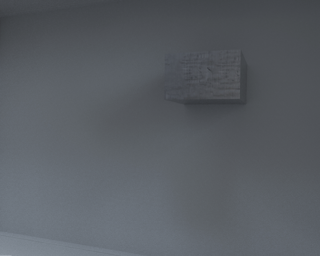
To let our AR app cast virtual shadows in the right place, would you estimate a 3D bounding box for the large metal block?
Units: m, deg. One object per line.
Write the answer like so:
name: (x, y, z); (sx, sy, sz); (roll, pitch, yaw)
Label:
large metal block: (0.057, -0.055, 0.362); (0.080, 0.080, 0.050); (1, 91, 20)
